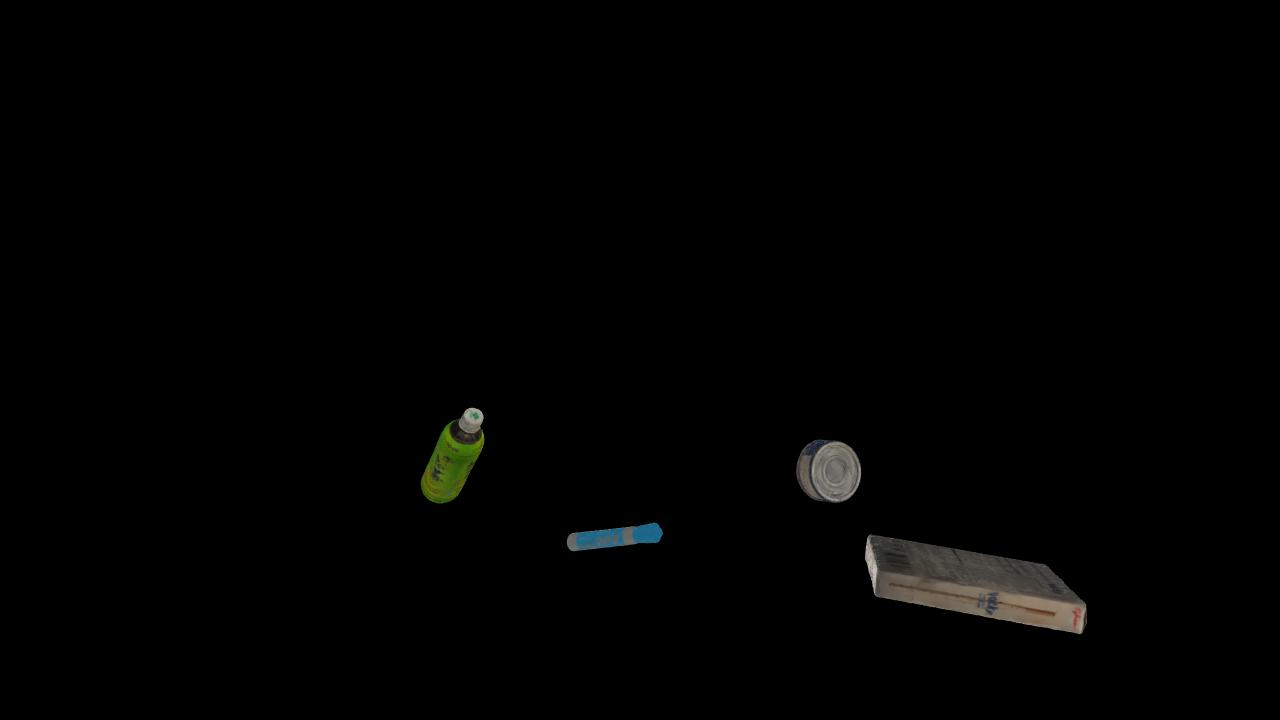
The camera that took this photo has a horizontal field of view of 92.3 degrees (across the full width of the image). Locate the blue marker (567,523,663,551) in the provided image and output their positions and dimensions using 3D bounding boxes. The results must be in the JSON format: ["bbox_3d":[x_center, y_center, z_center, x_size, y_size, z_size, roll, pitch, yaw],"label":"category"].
[{"bbox_3d":[-0.026,0.179,0.619,0.121,0.020,0.020,-19,-12,38],"label":"blue marker"}]

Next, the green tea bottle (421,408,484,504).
[{"bbox_3d":[-0.298,0.150,0.993,0.073,0.073,0.212,0,-42,-34],"label":"green tea bottle"}]

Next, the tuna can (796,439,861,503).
[{"bbox_3d":[0.258,0.150,0.835,0.084,0.084,0.034,0,-6,-20],"label":"tuna can"}]

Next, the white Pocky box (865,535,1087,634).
[{"bbox_3d":[0.279,0.189,0.530,0.154,0.028,0.084,6,5,14],"label":"white Pocky box"}]
